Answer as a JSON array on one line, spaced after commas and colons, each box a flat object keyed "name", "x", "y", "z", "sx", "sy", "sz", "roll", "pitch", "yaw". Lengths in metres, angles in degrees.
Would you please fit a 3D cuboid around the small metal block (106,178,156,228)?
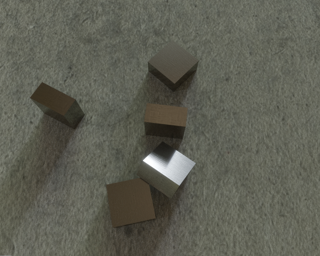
[{"name": "small metal block", "x": -0.035, "y": 0.090, "z": 0.375, "sx": 0.050, "sy": 0.025, "sz": 0.050, "roll": -11, "pitch": 71, "yaw": -5}]

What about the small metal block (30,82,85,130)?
[{"name": "small metal block", "x": -0.132, "y": -0.028, "z": 0.403, "sx": 0.050, "sy": 0.050, "sz": 0.025, "roll": 27, "pitch": 72, "yaw": 9}]

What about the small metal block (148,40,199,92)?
[{"name": "small metal block", "x": 0.019, "y": -0.089, "z": 0.441, "sx": 0.050, "sy": 0.025, "sz": 0.050, "roll": 41, "pitch": 75, "yaw": 13}]

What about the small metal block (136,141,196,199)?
[{"name": "small metal block", "x": 0.008, "y": 0.050, "z": 0.377, "sx": 0.050, "sy": 0.025, "sz": 0.050, "roll": 33, "pitch": 36, "yaw": 11}]

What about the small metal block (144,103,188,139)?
[{"name": "small metal block", "x": 0.007, "y": -0.008, "z": 0.398, "sx": 0.050, "sy": 0.050, "sz": 0.025, "roll": 7, "pitch": 70, "yaw": 2}]
